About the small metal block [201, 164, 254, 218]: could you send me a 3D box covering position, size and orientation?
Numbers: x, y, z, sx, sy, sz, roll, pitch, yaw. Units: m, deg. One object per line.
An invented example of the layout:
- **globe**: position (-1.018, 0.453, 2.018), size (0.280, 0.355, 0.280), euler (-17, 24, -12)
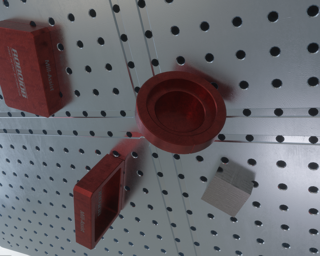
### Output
- **small metal block**: position (0.090, 0.085, 0.416), size (0.050, 0.025, 0.050), euler (28, 128, 10)

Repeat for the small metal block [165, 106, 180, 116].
- **small metal block**: position (0.009, -0.009, 0.401), size (0.050, 0.025, 0.050), euler (30, 128, 9)

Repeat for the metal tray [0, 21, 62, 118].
- **metal tray**: position (-0.200, -0.086, 0.460), size (0.090, 0.030, 0.129), euler (14, 124, 20)

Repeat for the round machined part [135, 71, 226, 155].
- **round machined part**: position (0.021, -0.014, 0.349), size (0.098, 0.098, 0.042), euler (30, 149, 9)

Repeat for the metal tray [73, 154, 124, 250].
- **metal tray**: position (-0.095, 0.117, 0.491), size (0.030, 0.090, 0.129), euler (20, 126, 16)
